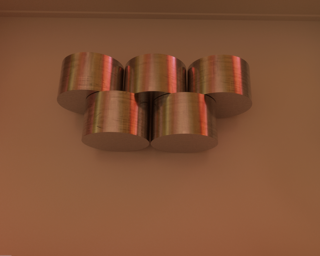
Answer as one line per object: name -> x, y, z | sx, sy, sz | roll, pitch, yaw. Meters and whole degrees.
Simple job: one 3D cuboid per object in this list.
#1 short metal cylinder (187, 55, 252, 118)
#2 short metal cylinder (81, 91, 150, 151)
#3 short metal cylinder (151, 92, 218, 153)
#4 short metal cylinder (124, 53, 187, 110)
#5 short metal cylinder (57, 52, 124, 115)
short metal cylinder -> 0.075, -0.051, 0.397 | 0.080, 0.080, 0.050 | 2, 70, 0
short metal cylinder -> -0.053, -0.006, 0.380 | 0.080, 0.080, 0.050 | 1, 70, 0
short metal cylinder -> 0.029, -0.004, 0.380 | 0.080, 0.080, 0.050 | 1, 70, 0
short metal cylinder -> -0.006, -0.052, 0.397 | 0.080, 0.080, 0.050 | 1, 70, 0
short metal cylinder -> -0.087, -0.054, 0.398 | 0.080, 0.080, 0.050 | 1, 70, 0
